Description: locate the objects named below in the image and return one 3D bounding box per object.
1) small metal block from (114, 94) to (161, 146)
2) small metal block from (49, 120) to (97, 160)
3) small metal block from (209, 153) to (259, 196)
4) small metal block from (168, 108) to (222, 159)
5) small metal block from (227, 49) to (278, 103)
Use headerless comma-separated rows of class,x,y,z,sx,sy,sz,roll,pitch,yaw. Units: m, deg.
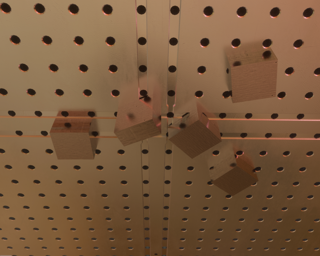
small metal block,-0.027,-0.010,0.386,0.050,0.050,0.025,-19,128,15
small metal block,-0.117,0.017,0.425,0.050,0.025,0.050,0,130,0
small metal block,0.112,0.073,0.474,0.050,0.025,0.050,34,122,-26
small metal block,0.047,0.008,0.419,0.050,0.025,0.050,-35,122,26
small metal block,0.107,-0.060,0.361,0.050,0.025,0.050,-8,130,7
